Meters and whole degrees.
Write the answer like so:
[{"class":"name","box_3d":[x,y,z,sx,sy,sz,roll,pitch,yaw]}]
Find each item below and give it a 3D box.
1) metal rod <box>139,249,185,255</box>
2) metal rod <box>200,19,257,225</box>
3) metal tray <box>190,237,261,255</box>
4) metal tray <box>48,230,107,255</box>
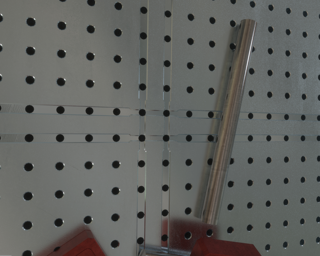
[{"class":"metal rod","box_3d":[0.112,0.214,0.456,0.302,0.025,0.025,17,84,-20]},{"class":"metal rod","box_3d":[0.101,-0.012,0.451,0.025,0.025,0.298,14,85,-20]},{"class":"metal tray","box_3d":[0.072,0.213,0.413,0.091,0.030,0.129,14,106,-19]},{"class":"metal tray","box_3d":[-0.091,0.205,0.377,0.091,0.030,0.130,-32,101,-18]}]
